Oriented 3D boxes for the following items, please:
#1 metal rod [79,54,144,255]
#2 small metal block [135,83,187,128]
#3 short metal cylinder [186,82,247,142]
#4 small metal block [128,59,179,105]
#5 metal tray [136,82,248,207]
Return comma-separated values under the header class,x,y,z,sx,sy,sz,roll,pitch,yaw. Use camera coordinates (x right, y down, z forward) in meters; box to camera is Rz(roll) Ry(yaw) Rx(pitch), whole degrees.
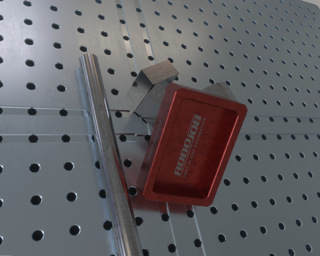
class,x,y,z,sx,sy,sz,roll,pitch,yaw
metal rod,-0.056,0.041,0.352,0.025,0.025,0.299,-3,63,-30
small metal block,0.001,-0.023,0.405,0.050,0.050,0.025,42,59,0
short metal cylinder,0.069,-0.018,0.421,0.081,0.080,0.050,-20,73,-35
small metal block,-0.009,-0.062,0.425,0.050,0.050,0.025,-29,78,-37
metal tray,0.035,0.022,0.354,0.091,0.129,0.030,12,14,-22
